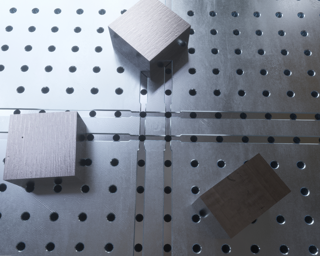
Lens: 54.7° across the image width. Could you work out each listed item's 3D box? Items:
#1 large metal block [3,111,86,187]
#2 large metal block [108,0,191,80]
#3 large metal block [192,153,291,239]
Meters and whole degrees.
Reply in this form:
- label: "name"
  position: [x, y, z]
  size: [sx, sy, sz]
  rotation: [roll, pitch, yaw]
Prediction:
- label: "large metal block"
  position: [-0.139, 0.027, 0.387]
  size: [0.081, 0.050, 0.080]
  rotation: [-3, 70, -2]
- label: "large metal block"
  position: [-0.014, -0.132, 0.446]
  size: [0.080, 0.050, 0.080]
  rotation: [43, 75, 13]
- label: "large metal block"
  position: [0.088, 0.081, 0.354]
  size: [0.080, 0.080, 0.050]
  rotation: [-33, 74, -12]
